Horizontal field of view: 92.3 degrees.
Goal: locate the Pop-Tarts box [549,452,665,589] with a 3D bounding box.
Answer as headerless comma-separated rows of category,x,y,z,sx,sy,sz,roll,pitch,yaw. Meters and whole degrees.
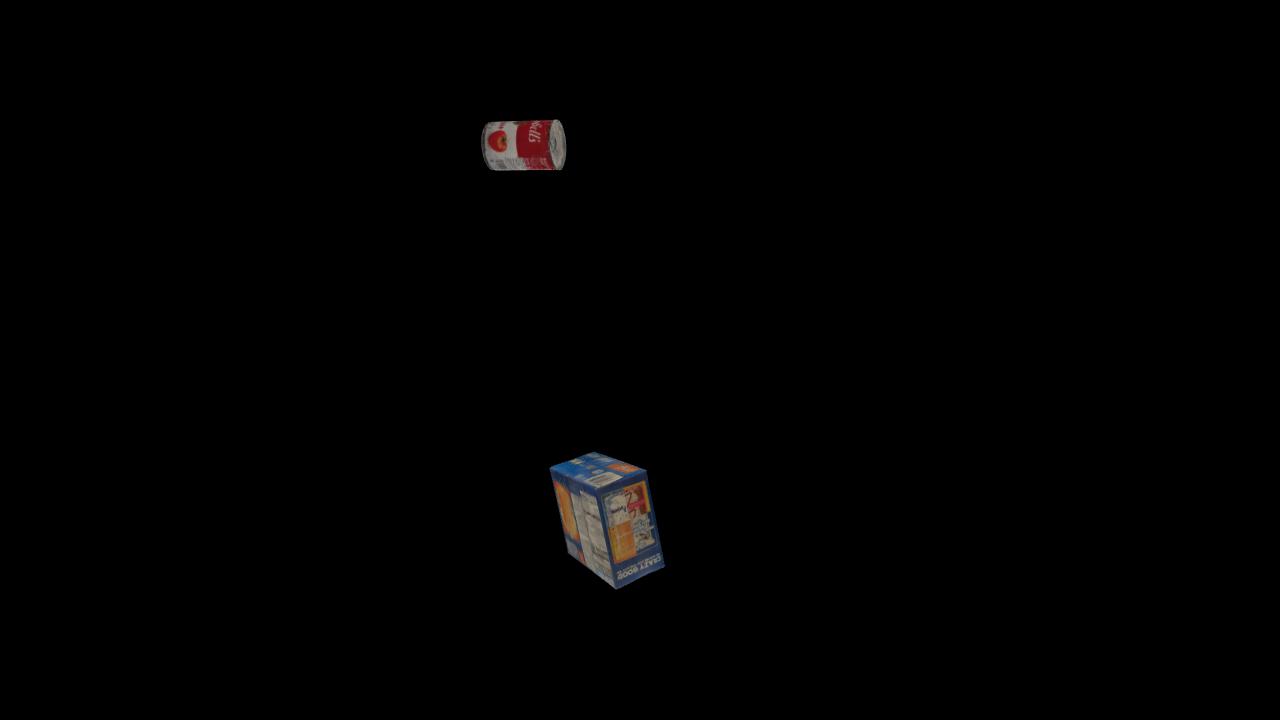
Pop-Tarts box,-0.050,0.219,0.874,0.083,0.141,0.167,-14,7,-27

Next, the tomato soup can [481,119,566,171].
tomato soup can,-0.162,-0.300,0.861,0.101,0.068,0.068,3,1,12
